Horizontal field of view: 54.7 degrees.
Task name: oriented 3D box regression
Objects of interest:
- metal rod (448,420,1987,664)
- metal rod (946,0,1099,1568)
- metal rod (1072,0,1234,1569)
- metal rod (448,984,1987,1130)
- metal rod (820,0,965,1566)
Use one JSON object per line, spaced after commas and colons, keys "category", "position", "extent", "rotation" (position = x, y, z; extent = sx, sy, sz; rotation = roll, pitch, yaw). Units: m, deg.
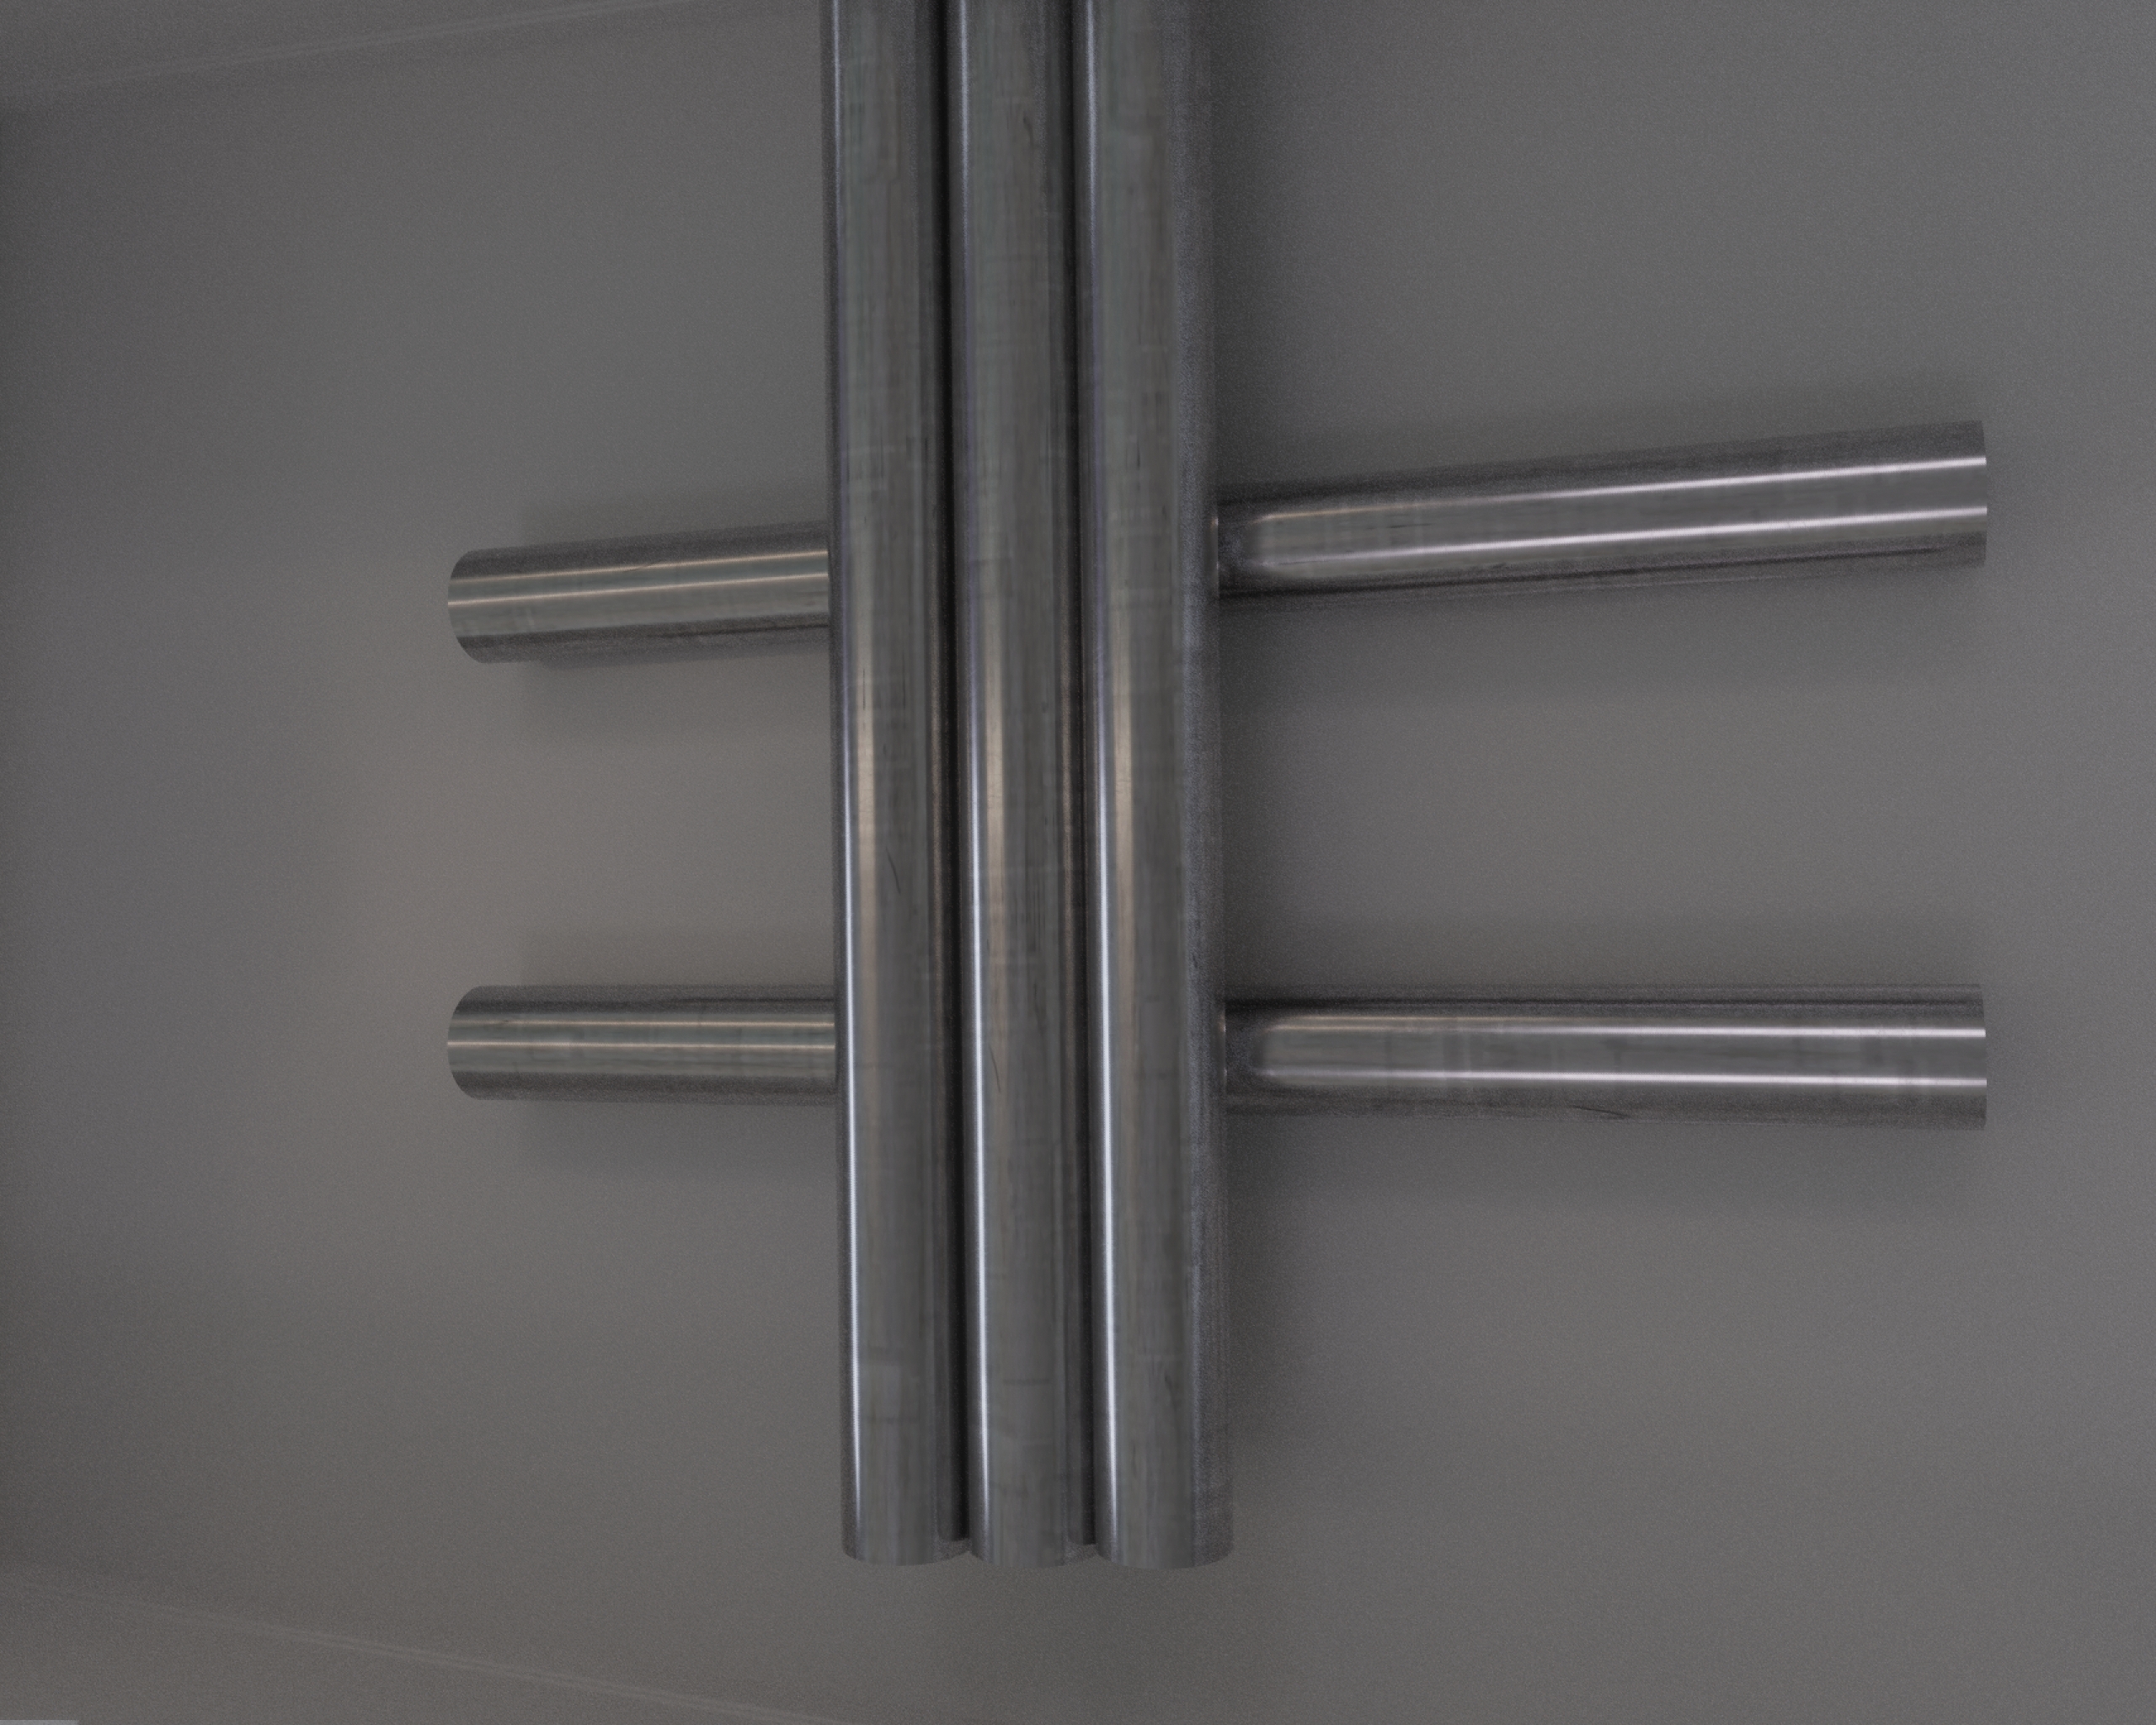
{"category": "metal rod", "position": [0.012, -0.059, 0.405], "extent": [0.301, 0.025, 0.025], "rotation": [-1, 90, 19]}
{"category": "metal rod", "position": [-0.010, -0.023, 0.385], "extent": [0.025, 0.025, 0.298], "rotation": [-1, 90, 20]}
{"category": "metal rod", "position": [0.013, -0.026, 0.377], "extent": [0.025, 0.025, 0.298], "rotation": [-1, 90, 20]}
{"category": "metal rod", "position": [0.012, 0.036, 0.405], "extent": [0.301, 0.025, 0.025], "rotation": [-1, 90, 19]}
{"category": "metal rod", "position": [-0.034, -0.021, 0.394], "extent": [0.025, 0.025, 0.298], "rotation": [-1, 90, 20]}
